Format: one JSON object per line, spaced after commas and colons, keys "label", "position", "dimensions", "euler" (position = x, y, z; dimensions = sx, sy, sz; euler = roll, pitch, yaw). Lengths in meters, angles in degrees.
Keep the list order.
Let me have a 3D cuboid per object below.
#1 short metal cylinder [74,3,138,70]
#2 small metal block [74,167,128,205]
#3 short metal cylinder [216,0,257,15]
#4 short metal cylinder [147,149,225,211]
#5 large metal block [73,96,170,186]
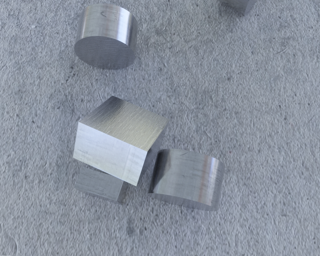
{"label": "short metal cylinder", "position": [-0.072, -0.122, 0.423], "dimensions": [0.080, 0.080, 0.050], "euler": [3, 70, 1]}
{"label": "small metal block", "position": [-0.068, 0.070, 0.369], "dimensions": [0.050, 0.050, 0.025], "euler": [16, 71, 5]}
{"label": "short metal cylinder", "position": [0.126, -0.217, 0.459], "dimensions": [0.050, 0.080, 0.080], "euler": [33, 73, 11]}
{"label": "short metal cylinder", "position": [0.030, 0.061, 0.357], "dimensions": [0.080, 0.080, 0.050], "euler": [12, 71, 4]}
{"label": "large metal block", "position": [-0.043, 0.012, 0.369], "dimensions": [0.080, 0.050, 0.080], "euler": [23, 32, 8]}
